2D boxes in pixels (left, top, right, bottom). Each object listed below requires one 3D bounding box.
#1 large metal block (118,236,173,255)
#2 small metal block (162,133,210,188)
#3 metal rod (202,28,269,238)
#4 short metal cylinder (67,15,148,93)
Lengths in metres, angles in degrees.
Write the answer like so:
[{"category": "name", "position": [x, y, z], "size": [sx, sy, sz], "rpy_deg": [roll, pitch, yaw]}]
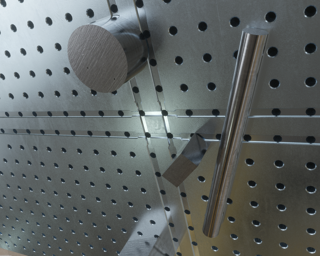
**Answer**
[{"category": "large metal block", "position": [-0.035, 0.243, 0.543], "size": [0.080, 0.080, 0.050], "rpy_deg": [-23, 106, 36]}, {"category": "small metal block", "position": [0.034, 0.041, 0.402], "size": [0.025, 0.050, 0.050], "rpy_deg": [38, 129, 2]}, {"category": "metal rod", "position": [0.085, 0.030, 0.384], "size": [0.025, 0.025, 0.298], "rpy_deg": [16, 125, 18]}, {"category": "short metal cylinder", "position": [-0.062, -0.089, 0.371], "size": [0.080, 0.050, 0.079], "rpy_deg": [13, 124, 20]}]
